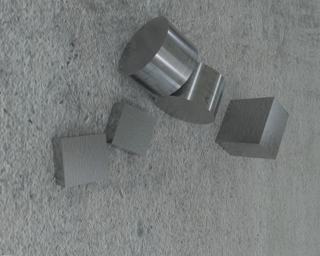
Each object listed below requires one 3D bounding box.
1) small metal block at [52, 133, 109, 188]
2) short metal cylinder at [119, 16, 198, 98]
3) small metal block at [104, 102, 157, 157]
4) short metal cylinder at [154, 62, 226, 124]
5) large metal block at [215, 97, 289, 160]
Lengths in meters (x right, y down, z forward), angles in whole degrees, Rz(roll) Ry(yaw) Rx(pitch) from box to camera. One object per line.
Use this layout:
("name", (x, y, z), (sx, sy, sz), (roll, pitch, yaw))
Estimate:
("small metal block", (-0.085, 0.033, 0.334), (0.050, 0.025, 0.050), (-7, 94, -40))
("short metal cylinder", (-0.003, -0.083, 0.366), (0.050, 0.080, 0.080), (33, 70, -35))
("small metal block", (-0.037, 0.003, 0.374), (0.050, 0.025, 0.050), (26, 74, -37))
("short metal cylinder", (0.039, -0.044, 0.401), (0.080, 0.080, 0.050), (32, 71, -36))
("large metal block", (0.145, 0.000, 0.490), (0.050, 0.080, 0.080), (38, 67, -34))
